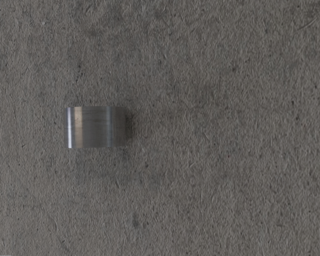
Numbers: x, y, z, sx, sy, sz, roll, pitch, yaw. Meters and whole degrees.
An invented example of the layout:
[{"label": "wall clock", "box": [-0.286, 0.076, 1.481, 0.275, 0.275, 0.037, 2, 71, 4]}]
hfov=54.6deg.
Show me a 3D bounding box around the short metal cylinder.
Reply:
[{"label": "short metal cylinder", "box": [-0.085, -0.001, 0.410, 0.080, 0.080, 0.050, -2, 90, 20]}]
